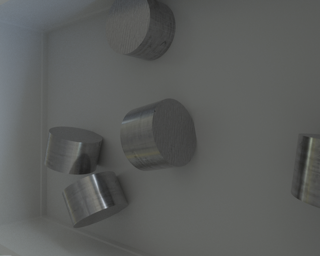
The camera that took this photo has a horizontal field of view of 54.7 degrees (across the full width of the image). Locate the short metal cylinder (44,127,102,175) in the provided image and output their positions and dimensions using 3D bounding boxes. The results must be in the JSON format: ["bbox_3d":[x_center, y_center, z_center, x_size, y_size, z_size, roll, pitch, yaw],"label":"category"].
[{"bbox_3d":[-0.135,0.033,0.483,0.080,0.081,0.050,22,104,38],"label":"short metal cylinder"}]

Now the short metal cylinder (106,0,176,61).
[{"bbox_3d":[-0.026,-0.134,0.413,0.080,0.050,0.080,0,90,40],"label":"short metal cylinder"}]

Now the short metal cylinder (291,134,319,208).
[{"bbox_3d":[0.151,0.035,0.246,0.080,0.081,0.050,10,96,39],"label":"short metal cylinder"}]

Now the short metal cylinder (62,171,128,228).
[{"bbox_3d":[-0.093,0.104,0.448,0.080,0.081,0.050,-40,66,33],"label":"short metal cylinder"}]

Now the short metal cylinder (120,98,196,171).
[{"bbox_3d":[-0.001,0.009,0.372,0.050,0.081,0.080,-14,81,39],"label":"short metal cylinder"}]
